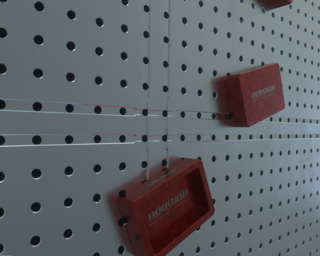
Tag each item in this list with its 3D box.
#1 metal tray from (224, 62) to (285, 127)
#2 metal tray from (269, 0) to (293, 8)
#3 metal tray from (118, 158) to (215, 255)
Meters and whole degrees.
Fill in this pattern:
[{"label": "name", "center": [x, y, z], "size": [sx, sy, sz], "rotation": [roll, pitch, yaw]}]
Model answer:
[{"label": "metal tray", "center": [0.173, -0.061, 0.554], "size": [0.131, 0.030, 0.089], "rotation": [-21, 104, -38]}, {"label": "metal tray", "center": [0.231, -0.316, 0.603], "size": [0.091, 0.030, 0.129], "rotation": [21, 77, -38]}, {"label": "metal tray", "center": [0.015, 0.107, 0.420], "size": [0.131, 0.030, 0.089], "rotation": [-26, 107, -37]}]
